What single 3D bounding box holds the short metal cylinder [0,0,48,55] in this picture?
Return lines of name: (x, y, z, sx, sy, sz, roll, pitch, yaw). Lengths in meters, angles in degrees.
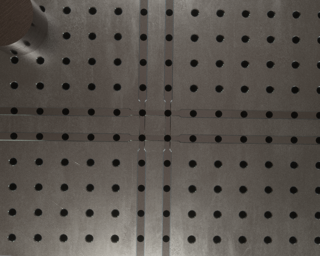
short metal cylinder: (-0.194, -0.139, 0.398, 0.081, 0.050, 0.079, 0, 90, -1)
